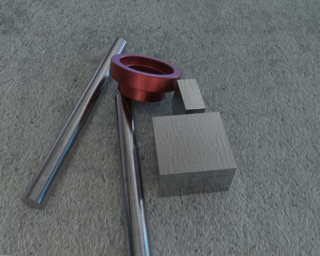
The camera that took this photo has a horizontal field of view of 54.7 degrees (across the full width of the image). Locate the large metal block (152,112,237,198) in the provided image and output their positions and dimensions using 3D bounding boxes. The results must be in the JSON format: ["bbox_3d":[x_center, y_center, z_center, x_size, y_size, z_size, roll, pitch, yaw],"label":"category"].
[{"bbox_3d":[0.035,0.030,0.362,0.081,0.050,0.080,-5,50,-5],"label":"large metal block"}]

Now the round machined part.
[{"bbox_3d":[-0.022,-0.068,0.433,0.099,0.042,0.098,12,26,-6],"label":"round machined part"}]

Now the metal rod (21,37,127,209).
[{"bbox_3d":[-0.102,-0.030,0.426,0.025,0.025,0.300,11,51,8],"label":"metal rod"}]

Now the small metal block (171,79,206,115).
[{"bbox_3d":[0.036,-0.029,0.407,0.025,0.050,0.050,-5,55,-12],"label":"small metal block"}]

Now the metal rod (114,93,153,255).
[{"bbox_3d":[-0.030,0.073,0.341,0.025,0.025,0.300,-6,50,-6],"label":"metal rod"}]
